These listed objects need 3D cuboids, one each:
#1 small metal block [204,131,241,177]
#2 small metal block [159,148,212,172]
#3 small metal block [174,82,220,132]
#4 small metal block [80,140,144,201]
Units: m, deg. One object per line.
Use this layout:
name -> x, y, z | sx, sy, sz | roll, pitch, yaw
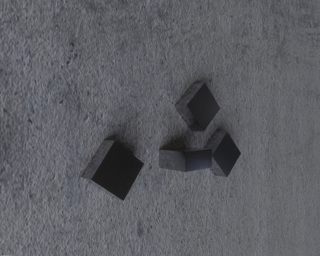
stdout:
small metal block -> 0.095, 0.041, 0.484 | 0.050, 0.025, 0.050 | -52, 121, -27
small metal block -> 0.034, 0.041, 0.417 | 0.050, 0.050, 0.025 | -2, 92, -40
small metal block -> 0.055, -0.030, 0.450 | 0.050, 0.025, 0.050 | -51, 120, -27
small metal block -> -0.054, 0.049, 0.359 | 0.050, 0.025, 0.050 | 43, 64, -32
